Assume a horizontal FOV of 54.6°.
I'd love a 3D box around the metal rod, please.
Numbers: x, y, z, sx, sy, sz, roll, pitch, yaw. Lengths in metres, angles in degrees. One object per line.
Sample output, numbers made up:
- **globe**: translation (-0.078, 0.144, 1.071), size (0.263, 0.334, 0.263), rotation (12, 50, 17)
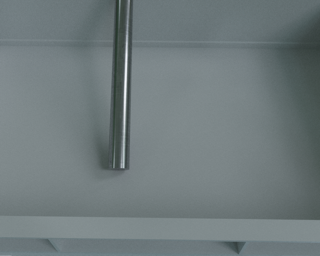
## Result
- **metal rod**: translation (-0.049, -0.096, 0.405), size (0.025, 0.025, 0.299), rotation (0, 75, 0)
